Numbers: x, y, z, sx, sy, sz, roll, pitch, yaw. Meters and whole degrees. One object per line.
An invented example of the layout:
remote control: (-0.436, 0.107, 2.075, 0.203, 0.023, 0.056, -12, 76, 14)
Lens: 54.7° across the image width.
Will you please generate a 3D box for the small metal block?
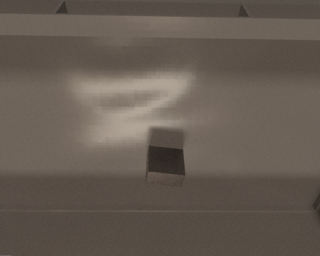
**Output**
small metal block: (0.007, 0.054, 0.439, 0.050, 0.050, 0.025, 7, 130, -7)
